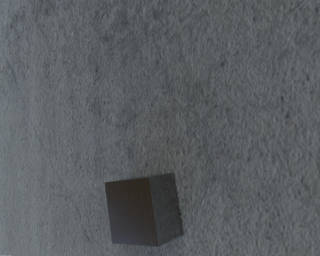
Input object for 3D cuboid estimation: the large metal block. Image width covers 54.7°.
[{"bbox_3d":[-0.022,0.105,0.405,0.080,0.050,0.080,-14,81,39],"label":"large metal block"}]
